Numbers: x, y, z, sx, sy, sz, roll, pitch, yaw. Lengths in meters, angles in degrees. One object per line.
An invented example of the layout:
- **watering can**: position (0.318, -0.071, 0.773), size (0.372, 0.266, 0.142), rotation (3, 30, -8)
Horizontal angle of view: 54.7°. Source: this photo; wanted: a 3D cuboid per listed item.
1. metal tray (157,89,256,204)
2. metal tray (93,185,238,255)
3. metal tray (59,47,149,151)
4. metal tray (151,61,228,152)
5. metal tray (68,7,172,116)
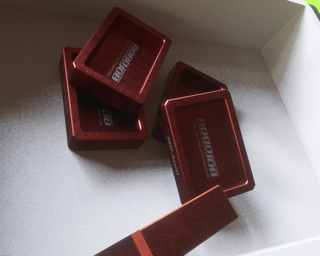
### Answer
- **metal tray**: position (0.057, 0.024, 0.384), size (0.091, 0.030, 0.129), rotation (-13, 86, -20)
- **metal tray**: position (-0.003, 0.100, 0.277), size (0.091, 0.129, 0.030), rotation (-19, 72, -36)
- **metal tray**: position (-0.072, -0.037, 0.387), size (0.091, 0.030, 0.130), rotation (0, 62, -28)
- **metal tray**: position (0.047, -0.027, 0.445), size (0.090, 0.030, 0.130), rotation (25, 53, -13)
- **metal tray**: position (-0.045, -0.088, 0.393), size (0.090, 0.030, 0.130), rotation (29, 52, -11)
